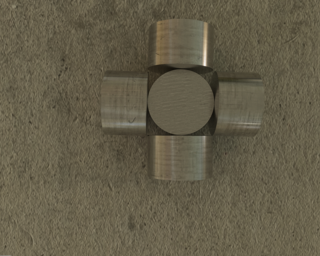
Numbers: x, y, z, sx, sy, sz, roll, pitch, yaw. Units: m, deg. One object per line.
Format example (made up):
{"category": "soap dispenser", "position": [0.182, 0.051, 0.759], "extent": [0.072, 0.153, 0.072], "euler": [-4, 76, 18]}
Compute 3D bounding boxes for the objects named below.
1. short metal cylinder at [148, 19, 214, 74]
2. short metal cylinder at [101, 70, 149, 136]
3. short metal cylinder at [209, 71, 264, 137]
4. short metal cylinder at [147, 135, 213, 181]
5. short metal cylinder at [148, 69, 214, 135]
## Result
{"category": "short metal cylinder", "position": [0.026, -0.097, 0.383], "extent": [0.081, 0.080, 0.050], "euler": [2, 91, -1]}
{"category": "short metal cylinder", "position": [-0.040, -0.030, 0.383], "extent": [0.050, 0.080, 0.079], "euler": [2, 90, 0]}
{"category": "short metal cylinder", "position": [0.091, -0.030, 0.385], "extent": [0.050, 0.080, 0.079], "euler": [2, 90, 0]}
{"category": "short metal cylinder", "position": [0.025, 0.034, 0.384], "extent": [0.081, 0.080, 0.050], "euler": [0, 90, -1]}
{"category": "short metal cylinder", "position": [0.025, -0.031, 0.399], "extent": [0.081, 0.050, 0.079], "euler": [0, 90, -1]}
